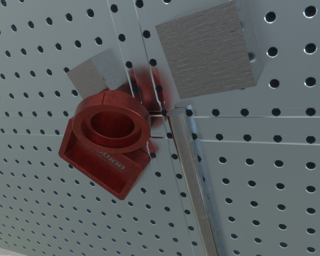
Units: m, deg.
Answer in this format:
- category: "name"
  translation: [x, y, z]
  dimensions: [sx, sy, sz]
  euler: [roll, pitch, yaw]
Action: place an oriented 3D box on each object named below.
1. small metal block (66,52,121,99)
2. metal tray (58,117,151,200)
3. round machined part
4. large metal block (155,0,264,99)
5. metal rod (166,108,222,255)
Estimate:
- category: "small metal block"
  translation: [-0.089, -0.066, 0.416]
  dimensions: [0.050, 0.025, 0.050]
  euler: [-20, 108, 35]
- category: "metal tray"
  translation: [-0.089, 0.044, 0.479]
  dimensions: [0.130, 0.030, 0.089]
  euler: [35, 129, 5]
- category: "round machined part"
  translation: [-0.061, -0.012, 0.406]
  dimensions: [0.099, 0.042, 0.097]
  euler: [1, 140, 1]
- category: "large metal block"
  translation: [0.053, -0.081, 0.316]
  dimensions: [0.080, 0.050, 0.080]
  euler: [-8, 115, 31]
- category: "metal rod"
  translation: [0.058, 0.111, 0.447]
  dimensions: [0.025, 0.025, 0.298]
  euler: [-2, 118, 29]
